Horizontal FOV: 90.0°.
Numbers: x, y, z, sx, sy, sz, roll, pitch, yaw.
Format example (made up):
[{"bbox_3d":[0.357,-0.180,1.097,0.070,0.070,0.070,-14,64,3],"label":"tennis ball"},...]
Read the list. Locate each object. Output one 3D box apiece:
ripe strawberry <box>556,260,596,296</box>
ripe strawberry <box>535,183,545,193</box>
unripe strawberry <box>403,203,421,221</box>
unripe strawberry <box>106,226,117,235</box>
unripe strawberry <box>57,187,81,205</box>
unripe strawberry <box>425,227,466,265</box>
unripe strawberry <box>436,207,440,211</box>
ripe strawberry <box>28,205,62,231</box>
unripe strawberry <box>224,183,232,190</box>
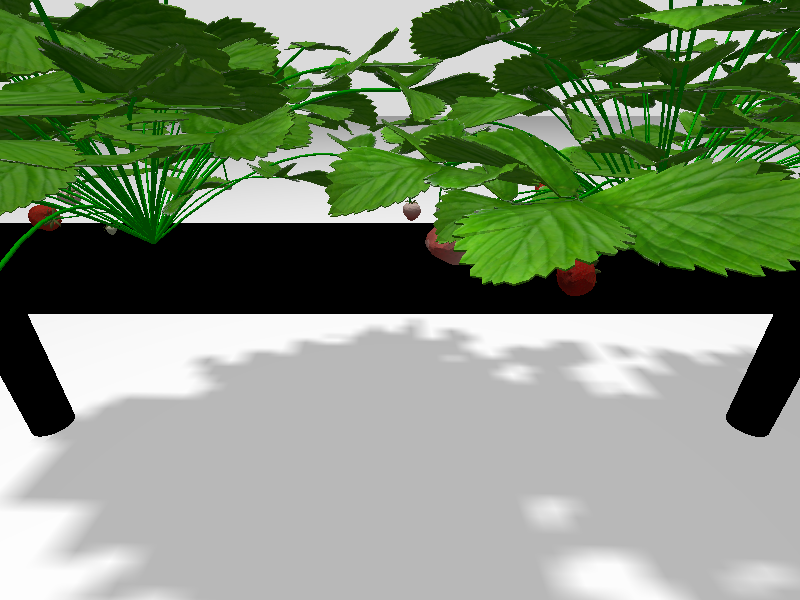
[{"bbox_3d":[0.114,-0.016,0.262,0.027,0.028,0.024,-24,35,-38],"label":"ripe strawberry"},{"bbox_3d":[0.191,-0.149,0.521,0.032,0.036,0.034,-5,26,-9],"label":"ripe strawberry"},{"bbox_3d":[0.013,-0.096,0.438,0.019,0.020,0.018,10,28,19],"label":"unripe strawberry"},{"bbox_3d":[-0.285,-0.069,0.395,0.010,0.010,0.009,14,30,27],"label":"unripe strawberry"},{"bbox_3d":[-0.412,-0.130,0.498,0.027,0.026,0.024,-9,14,45],"label":"unripe strawberry"},{"bbox_3d":[0.039,-0.045,0.309,0.038,0.037,0.042,-8,28,-14],"label":"unripe strawberry"},{"bbox_3d":[0.045,-0.103,0.458,0.010,0.011,0.011,15,30,27],"label":"unripe strawberry"},{"bbox_3d":[-0.357,-0.082,0.401,0.027,0.026,0.025,8,28,17],"label":"ripe strawberry"},{"bbox_3d":[-0.241,-0.160,0.561,0.013,0.012,0.012,-2,27,-4],"label":"unripe strawberry"}]
